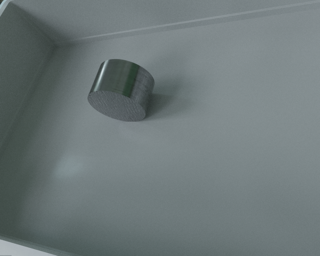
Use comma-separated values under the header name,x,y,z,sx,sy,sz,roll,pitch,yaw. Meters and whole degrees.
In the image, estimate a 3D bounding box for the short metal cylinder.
name,x,y,z,sx,sy,sz,roll,pitch,yaw
short metal cylinder,-0.052,-0.050,0.427,0.080,0.080,0.050,1,62,28
